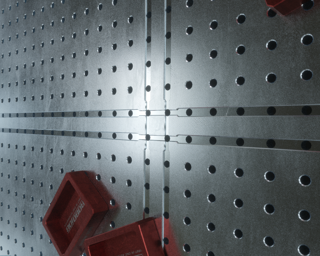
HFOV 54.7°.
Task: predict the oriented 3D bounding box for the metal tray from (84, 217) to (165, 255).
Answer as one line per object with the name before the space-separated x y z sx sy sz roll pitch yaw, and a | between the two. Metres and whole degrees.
metal tray | -0.051 0.190 0.445 0.130 0.030 0.090 -30 72 35

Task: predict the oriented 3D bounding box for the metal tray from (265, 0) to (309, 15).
metal tray | 0.130 -0.190 0.297 0.090 0.030 0.129 -25 75 37

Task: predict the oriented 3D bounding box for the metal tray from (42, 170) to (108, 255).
metal tray | -0.147 0.148 0.524 0.090 0.030 0.129 46 117 30
